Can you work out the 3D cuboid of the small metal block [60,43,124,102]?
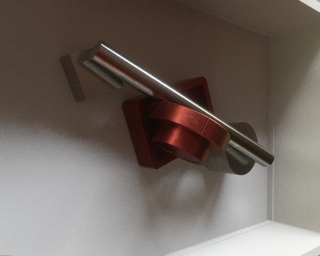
[{"bbox_3d":[-0.074,-0.061,0.343,0.050,0.025,0.050,-28,108,-37],"label":"small metal block"}]

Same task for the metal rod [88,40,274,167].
[{"bbox_3d":[0.048,-0.016,0.393,0.301,0.025,0.025,29,72,-30],"label":"metal rod"}]

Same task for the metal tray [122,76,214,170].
[{"bbox_3d":[0.019,-0.011,0.419,0.131,0.030,0.089,-25,106,-38],"label":"metal tray"}]

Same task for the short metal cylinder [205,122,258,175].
[{"bbox_3d":[0.108,0.031,0.482,0.081,0.050,0.079,0,90,-40],"label":"short metal cylinder"}]

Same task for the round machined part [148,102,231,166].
[{"bbox_3d":[0.029,0.011,0.367,0.098,0.098,0.042,34,77,-35],"label":"round machined part"}]
